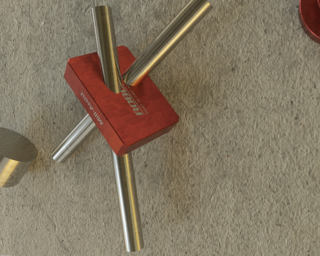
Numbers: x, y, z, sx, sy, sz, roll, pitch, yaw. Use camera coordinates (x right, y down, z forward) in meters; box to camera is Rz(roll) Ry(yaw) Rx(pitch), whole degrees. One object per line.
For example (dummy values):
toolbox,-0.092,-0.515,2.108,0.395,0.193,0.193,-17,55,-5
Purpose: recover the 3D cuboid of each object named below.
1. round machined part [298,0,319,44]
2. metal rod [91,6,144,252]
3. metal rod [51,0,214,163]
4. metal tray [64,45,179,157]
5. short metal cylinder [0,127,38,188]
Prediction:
round machined part,0.202,-0.137,0.329,0.098,0.042,0.097,0,90,20
metal rod,-0.052,0.003,0.384,0.025,0.025,0.298,-6,93,20
metal rod,-0.050,-0.050,0.403,0.299,0.025,0.025,-42,77,24
metal tray,-0.048,-0.039,0.391,0.130,0.091,0.030,54,142,12
short metal cylinder,-0.234,0.043,0.462,0.080,0.080,0.050,41,103,15
